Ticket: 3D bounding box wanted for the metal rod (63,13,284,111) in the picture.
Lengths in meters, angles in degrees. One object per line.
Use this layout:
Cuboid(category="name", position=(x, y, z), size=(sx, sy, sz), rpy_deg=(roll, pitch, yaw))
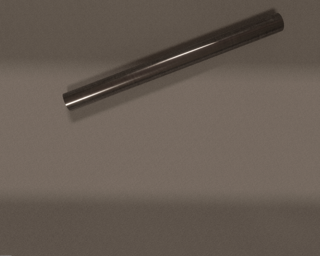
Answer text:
Cuboid(category="metal rod", position=(0.018, -0.088, 0.411), size=(0.301, 0.025, 0.025), rpy_deg=(-21, 90, -1))
